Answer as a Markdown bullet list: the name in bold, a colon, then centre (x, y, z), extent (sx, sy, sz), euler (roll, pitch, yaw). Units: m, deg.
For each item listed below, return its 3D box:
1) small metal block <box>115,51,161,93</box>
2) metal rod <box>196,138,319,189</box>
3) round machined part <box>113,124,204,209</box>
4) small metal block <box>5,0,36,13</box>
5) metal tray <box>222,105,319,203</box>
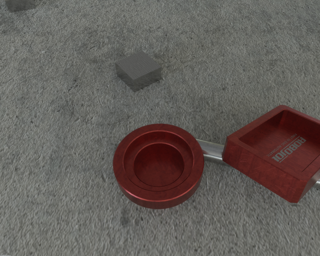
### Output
- **small metal block**: centre (-0.033, -0.088, 0.477), extent (0.050, 0.025, 0.050), euler (-29, 56, -23)
- **metal rod**: centre (0.178, 0.056, 0.358), extent (0.301, 0.025, 0.025), euler (13, 51, 10)
- **round machined part**: centre (-0.001, 0.046, 0.351), extent (0.099, 0.042, 0.098), euler (-1, 53, 2)
- **small metal block**: centre (-0.279, -0.257, 0.616), extent (0.050, 0.025, 0.050), euler (-16, 52, -13)
- **metal tray**: centre (0.145, 0.021, 0.354), extent (0.131, 0.030, 0.090), euler (-25, 44, -39)
